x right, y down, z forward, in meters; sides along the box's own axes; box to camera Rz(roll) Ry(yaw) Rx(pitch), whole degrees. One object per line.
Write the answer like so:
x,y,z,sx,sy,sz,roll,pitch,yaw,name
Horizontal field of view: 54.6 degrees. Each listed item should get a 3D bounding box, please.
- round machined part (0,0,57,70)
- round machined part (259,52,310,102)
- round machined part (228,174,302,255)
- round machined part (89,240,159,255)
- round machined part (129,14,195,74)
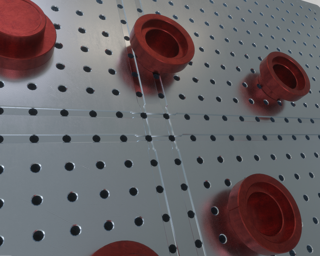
-0.177,-0.123,0.377,0.099,0.042,0.098,13,56,-21,round machined part
0.222,-0.089,0.570,0.099,0.042,0.098,13,56,-21,round machined part
0.128,0.112,0.397,0.099,0.042,0.098,13,56,-21,round machined part
-0.031,0.155,0.286,0.099,0.042,0.098,13,56,-21,round machined part
0.000,-0.122,0.471,0.099,0.042,0.098,13,56,-21,round machined part
